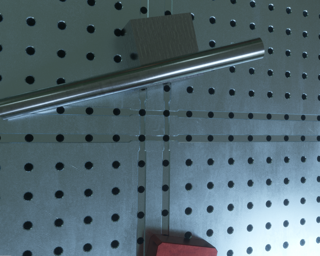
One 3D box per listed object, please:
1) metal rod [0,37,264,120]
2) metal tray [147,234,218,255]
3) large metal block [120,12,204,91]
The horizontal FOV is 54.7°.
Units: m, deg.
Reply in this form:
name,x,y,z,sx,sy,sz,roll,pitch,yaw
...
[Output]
name,x,y,z,sx,sy,sz,roll,pitch,yaw
metal rod,-0.031,-0.057,0.353,0.302,0.025,0.025,-14,95,-2
metal tray,0.020,0.218,0.419,0.091,0.030,0.129,14,85,-20
large metal block,0.002,-0.097,0.401,0.081,0.050,0.080,-15,95,-20
